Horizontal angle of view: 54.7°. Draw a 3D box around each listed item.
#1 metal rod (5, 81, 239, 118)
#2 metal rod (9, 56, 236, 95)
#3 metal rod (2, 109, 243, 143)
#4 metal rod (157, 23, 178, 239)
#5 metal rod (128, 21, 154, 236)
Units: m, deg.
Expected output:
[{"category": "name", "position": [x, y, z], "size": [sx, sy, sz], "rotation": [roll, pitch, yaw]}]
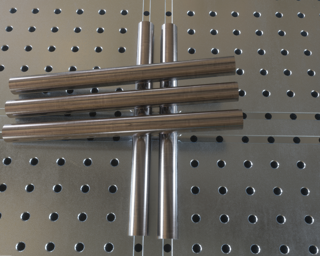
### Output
[{"category": "metal rod", "position": [-0.053, -0.036, 0.402], "size": [0.302, 0.025, 0.025], "rotation": [-4, 70, 7]}, {"category": "metal rod", "position": [-0.054, -0.070, 0.415], "size": [0.302, 0.025, 0.025], "rotation": [-4, 70, 6]}, {"category": "metal rod", "position": [-0.051, -0.002, 0.389], "size": [0.302, 0.025, 0.025], "rotation": [-3, 70, 7]}, {"category": "metal rod", "position": [0.011, -0.010, 0.416], "size": [0.025, 0.025, 0.299], "rotation": [1, 70, 0]}, {"category": "metal rod", "position": [-0.023, -0.013, 0.416], "size": [0.025, 0.025, 0.299], "rotation": [1, 70, 0]}]
